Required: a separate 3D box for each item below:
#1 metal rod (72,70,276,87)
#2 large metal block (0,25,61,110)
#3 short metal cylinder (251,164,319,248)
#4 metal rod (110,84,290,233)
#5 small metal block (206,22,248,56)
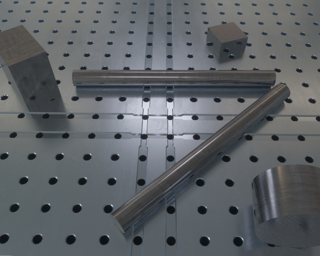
[{"bbox_3d":[0.021,-0.076,0.471,0.302,0.025,0.025,0,50,0],"label":"metal rod"},{"bbox_3d":[-0.192,-0.086,0.443,0.050,0.080,0.080,-31,57,-23],"label":"large metal block"},{"bbox_3d":[0.134,0.079,0.306,0.080,0.080,0.050,4,50,4],"label":"short metal cylinder"},{"bbox_3d":[0.067,0.023,0.388,0.302,0.025,0.025,-34,58,-26],"label":"metal rod"},{"bbox_3d":[0.116,-0.156,0.540,0.050,0.025,0.050,-16,52,-13],"label":"small metal block"}]
